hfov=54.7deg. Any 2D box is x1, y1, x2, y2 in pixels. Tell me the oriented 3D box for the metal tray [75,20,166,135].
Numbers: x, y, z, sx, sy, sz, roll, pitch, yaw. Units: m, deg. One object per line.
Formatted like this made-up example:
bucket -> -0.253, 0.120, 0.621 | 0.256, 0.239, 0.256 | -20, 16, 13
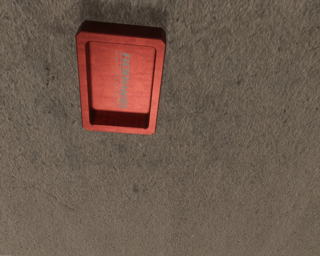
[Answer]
metal tray -> -0.045, -0.052, 0.358 | 0.091, 0.030, 0.129 | 4, 130, -4
